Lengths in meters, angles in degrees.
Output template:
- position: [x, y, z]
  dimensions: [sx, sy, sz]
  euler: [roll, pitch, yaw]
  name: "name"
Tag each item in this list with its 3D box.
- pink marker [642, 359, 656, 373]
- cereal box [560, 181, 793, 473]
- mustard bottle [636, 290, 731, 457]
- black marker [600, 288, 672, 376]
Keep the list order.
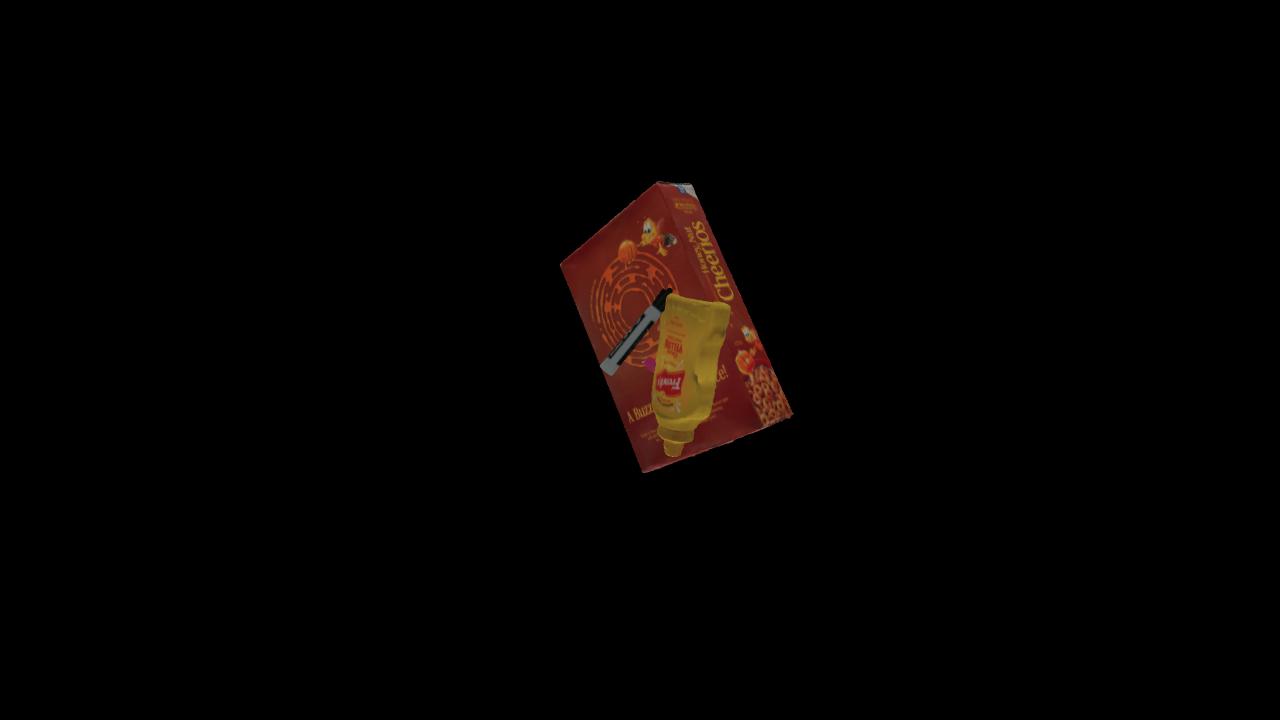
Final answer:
- position: [-0.005, -0.006, 0.767]
  dimensions: [0.020, 0.020, 0.121]
  euler: [0, 15, -31]
  name: "pink marker"
- position: [0.033, -0.035, 0.758]
  dimensions: [0.081, 0.306, 0.203]
  euler: [-12, -14, -47]
  name: "cereal box"
- position: [0.050, 0.021, 0.692]
  dimensions: [0.054, 0.184, 0.092]
  euler: [0, 13, -40]
  name: "mustard bottle"
- position: [-0.001, -0.034, 0.702]
  dimensions: [0.020, 0.121, 0.020]
  euler: [39, 4, -3]
  name: "black marker"
